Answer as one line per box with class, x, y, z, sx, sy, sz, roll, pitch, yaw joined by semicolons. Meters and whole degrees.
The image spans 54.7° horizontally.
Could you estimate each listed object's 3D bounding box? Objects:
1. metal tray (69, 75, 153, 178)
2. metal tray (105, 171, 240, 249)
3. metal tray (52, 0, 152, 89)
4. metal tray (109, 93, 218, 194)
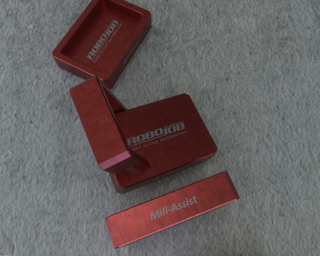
metal tray;-0.046;0.008;0.347;0.030;0.130;0.090;-27;72;3
metal tray;0.013;0.092;0.340;0.131;0.090;0.030;-20;72;-7
metal tray;-0.081;-0.130;0.451;0.090;0.030;0.130;26;72;9
metal tray;-0.006;0.016;0.384;0.131;0.030;0.090;-18;70;-21
